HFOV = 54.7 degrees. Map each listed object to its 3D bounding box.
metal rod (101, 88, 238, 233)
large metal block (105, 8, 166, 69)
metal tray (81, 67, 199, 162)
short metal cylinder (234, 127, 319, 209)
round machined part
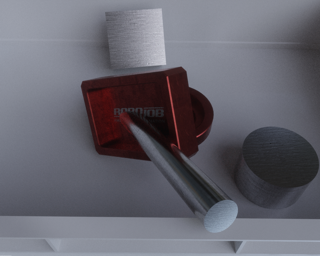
[{"bbox_3d":[-0.019,0.002,0.324,0.025,0.025,0.300,-19,28,-16],"label":"metal rod"},{"bbox_3d":[-0.037,-0.133,0.472,0.081,0.079,0.050,-6,11,-6],"label":"large metal block"},{"bbox_3d":[-0.026,-0.013,0.334,0.130,0.089,0.030,2,18,41],"label":"metal tray"},{"bbox_3d":[0.129,0.045,0.353,0.081,0.050,0.080,0,50,0],"label":"short metal cylinder"},{"bbox_3d":[0.017,-0.008,0.401,0.099,0.042,0.098,1,50,0],"label":"round machined part"}]
